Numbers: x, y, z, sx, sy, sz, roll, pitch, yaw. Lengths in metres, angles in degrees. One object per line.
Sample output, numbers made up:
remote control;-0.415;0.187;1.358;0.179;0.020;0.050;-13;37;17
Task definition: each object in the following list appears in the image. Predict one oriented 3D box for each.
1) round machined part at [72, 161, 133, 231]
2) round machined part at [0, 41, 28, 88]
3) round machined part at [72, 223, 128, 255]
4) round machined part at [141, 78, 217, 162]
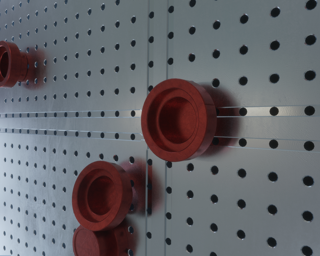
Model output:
round machined part;-0.079;0.099;0.455;0.098;0.042;0.098;-10;70;31
round machined part;-0.321;-0.134;0.666;0.098;0.042;0.097;0;90;40
round machined part;-0.099;0.180;0.481;0.098;0.042;0.097;0;90;40
round machined part;0.027;-0.009;0.377;0.098;0.042;0.097;0;90;40
